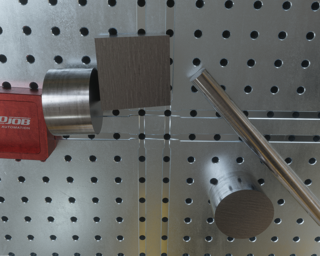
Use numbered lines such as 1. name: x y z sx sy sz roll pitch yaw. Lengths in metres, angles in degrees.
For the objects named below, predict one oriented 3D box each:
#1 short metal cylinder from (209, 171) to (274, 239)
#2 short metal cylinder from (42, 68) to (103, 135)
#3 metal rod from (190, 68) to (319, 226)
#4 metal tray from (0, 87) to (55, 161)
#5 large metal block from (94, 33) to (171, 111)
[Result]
1. short metal cylinder: 0.114 0.109 0.442 0.081 0.050 0.079 0 110 -1
2. short metal cylinder: -0.101 -0.031 0.371 0.050 0.080 0.079 -2 110 0
3. metal rod: 0.148 0.036 0.428 0.025 0.025 0.300 -41 106 13
4. metal tray: -0.210 -0.007 0.405 0.131 0.030 0.089 3 110 -2
5. large metal block: -0.033 -0.069 0.367 0.081 0.050 0.079 -5 111 -10
